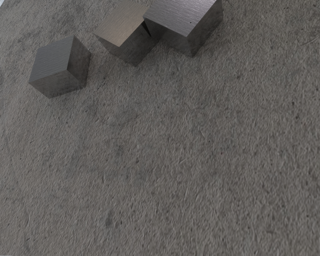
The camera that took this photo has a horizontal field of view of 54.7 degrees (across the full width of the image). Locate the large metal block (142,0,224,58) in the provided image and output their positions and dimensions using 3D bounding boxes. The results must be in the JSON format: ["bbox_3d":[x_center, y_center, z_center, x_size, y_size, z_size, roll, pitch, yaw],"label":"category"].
[{"bbox_3d":[0.036,-0.164,0.459,0.080,0.050,0.080,34,80,25],"label":"large metal block"}]

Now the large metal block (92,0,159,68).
[{"bbox_3d":[-0.050,-0.157,0.511,0.080,0.050,0.080,-49,51,-6],"label":"large metal block"}]

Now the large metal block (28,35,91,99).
[{"bbox_3d":[-0.174,-0.107,0.545,0.080,0.050,0.080,-13,56,21],"label":"large metal block"}]
